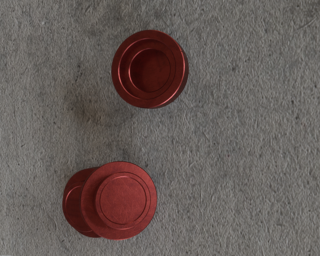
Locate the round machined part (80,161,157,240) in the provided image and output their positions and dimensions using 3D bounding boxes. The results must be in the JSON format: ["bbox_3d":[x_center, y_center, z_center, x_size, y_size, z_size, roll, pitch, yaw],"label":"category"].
[{"bbox_3d":[-0.050,0.090,0.390,0.099,0.042,0.098,4,78,-18],"label":"round machined part"}]

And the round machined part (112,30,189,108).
[{"bbox_3d":[-0.010,-0.073,0.403,0.098,0.042,0.097,0,90,20],"label":"round machined part"}]

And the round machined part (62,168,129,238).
[{"bbox_3d":[-0.096,0.106,0.434,0.098,0.042,0.097,0,90,20],"label":"round machined part"}]
